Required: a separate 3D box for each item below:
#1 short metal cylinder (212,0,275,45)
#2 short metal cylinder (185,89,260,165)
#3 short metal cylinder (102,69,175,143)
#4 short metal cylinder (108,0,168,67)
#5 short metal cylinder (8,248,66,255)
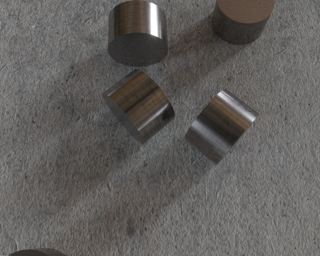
[{"bbox_3d":[0.120,-0.171,0.458,0.081,0.050,0.080,0,70,0],"label":"short metal cylinder"},{"bbox_3d":[0.076,-0.001,0.380,0.050,0.080,0.080,40,75,13],"label":"short metal cylinder"},{"bbox_3d":[-0.027,-0.027,0.388,0.050,0.080,0.080,-40,75,-13],"label":"short metal cylinder"},{"bbox_3d":[-0.030,-0.127,0.425,0.081,0.080,0.050,-2,70,-1],"label":"short metal cylinder"},{"bbox_3d":[-0.136,0.172,0.331,0.081,0.050,0.080,0,70,0],"label":"short metal cylinder"}]
